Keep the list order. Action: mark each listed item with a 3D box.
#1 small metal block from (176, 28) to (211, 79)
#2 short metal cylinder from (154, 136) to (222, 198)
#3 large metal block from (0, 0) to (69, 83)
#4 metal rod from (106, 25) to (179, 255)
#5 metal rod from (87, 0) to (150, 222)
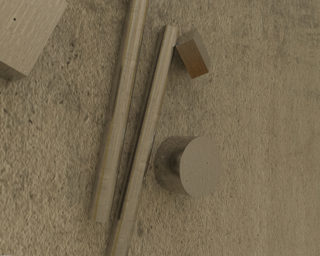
[{"bbox_3d":[0.048,-0.104,0.429,0.050,0.025,0.050,60,25,-24],"label":"small metal block"},{"bbox_3d":[0.039,0.051,0.421,0.081,0.050,0.080,0,90,-40],"label":"short metal cylinder"},{"bbox_3d":[-0.142,-0.097,0.269,0.080,0.050,0.080,33,70,-35],"label":"large metal block"},{"bbox_3d":[-0.019,0.012,0.388,0.025,0.025,0.299,21,77,-38],"label":"metal rod"},{"bbox_3d":[-0.045,-0.043,0.366,0.025,0.025,0.299,16,80,-39],"label":"metal rod"}]
